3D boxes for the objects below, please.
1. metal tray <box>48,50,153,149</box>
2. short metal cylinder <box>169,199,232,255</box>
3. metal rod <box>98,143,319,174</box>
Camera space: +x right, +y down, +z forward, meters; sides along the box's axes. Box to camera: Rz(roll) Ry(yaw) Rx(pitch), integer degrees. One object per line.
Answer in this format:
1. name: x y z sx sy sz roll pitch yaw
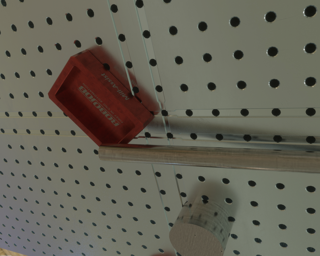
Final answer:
1. metal tray: -0.085 -0.031 0.431 0.130 0.030 0.090 45 129 -4
2. short metal cylinder: 0.060 0.153 0.457 0.080 0.050 0.079 13 124 20
3. metal rod: 0.063 0.036 0.377 0.301 0.025 0.025 1 119 19
